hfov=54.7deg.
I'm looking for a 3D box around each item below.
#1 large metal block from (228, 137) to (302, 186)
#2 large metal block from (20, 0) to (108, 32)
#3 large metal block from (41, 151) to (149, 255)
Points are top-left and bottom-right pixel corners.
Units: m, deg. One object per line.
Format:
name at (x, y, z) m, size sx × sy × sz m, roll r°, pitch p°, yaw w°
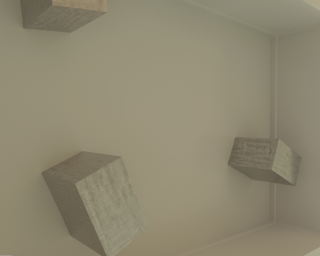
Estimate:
large metal block at (0.175, 0.055, 0.517) m, size 0.080 × 0.080 × 0.050 m, roll 31°, pitch 71°, yaw -36°
large metal block at (-0.095, -0.141, 0.290) m, size 0.050 × 0.080 × 0.079 m, roll -9°, pitch 96°, yaw -39°
large metal block at (-0.067, 0.073, 0.315) m, size 0.050 × 0.080 × 0.080 m, roll -30°, pitch 109°, yaw -36°
